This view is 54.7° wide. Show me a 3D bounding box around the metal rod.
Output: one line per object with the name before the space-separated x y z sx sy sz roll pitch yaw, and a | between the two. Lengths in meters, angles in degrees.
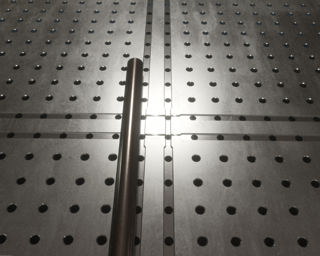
metal rod | -0.039 0.013 0.395 0.025 0.025 0.300 0 50 0
